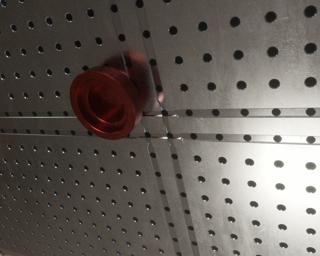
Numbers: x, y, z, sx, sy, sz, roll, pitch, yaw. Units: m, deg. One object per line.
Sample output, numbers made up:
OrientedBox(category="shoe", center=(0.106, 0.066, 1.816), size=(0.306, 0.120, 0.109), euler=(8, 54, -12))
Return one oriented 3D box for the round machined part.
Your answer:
OrientedBox(category="round machined part", center=(-0.066, -0.036, 0.411), size=(0.098, 0.042, 0.097), euler=(13, 124, 20))
